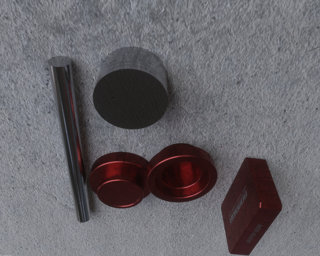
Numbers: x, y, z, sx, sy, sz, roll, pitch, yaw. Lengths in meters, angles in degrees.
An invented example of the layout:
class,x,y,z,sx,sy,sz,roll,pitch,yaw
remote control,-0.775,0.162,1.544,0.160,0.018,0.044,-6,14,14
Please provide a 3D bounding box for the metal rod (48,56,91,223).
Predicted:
class,x,y,z,sx,sy,sz,roll,pitch,yaw
metal rod,-0.121,0.039,0.438,0.025,0.025,0.298,3,130,-3

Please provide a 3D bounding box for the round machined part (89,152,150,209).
class,x,y,z,sx,sy,sz,roll,pitch,yaw
round machined part,-0.058,0.085,0.467,0.099,0.042,0.097,0,130,0

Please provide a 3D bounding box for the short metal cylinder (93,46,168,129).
class,x,y,z,sx,sy,sz,roll,pitch,yaw
short metal cylinder,-0.032,-0.045,0.352,0.081,0.050,0.079,0,130,0

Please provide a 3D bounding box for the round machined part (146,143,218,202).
class,x,y,z,sx,sy,sz,roll,pitch,yaw
round machined part,0.030,0.060,0.445,0.099,0.042,0.097,-3,129,-3

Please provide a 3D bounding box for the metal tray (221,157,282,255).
class,x,y,z,sx,sy,sz,roll,pitch,yaw
metal tray,0.132,0.119,0.468,0.030,0.090,0.129,7,130,-6
